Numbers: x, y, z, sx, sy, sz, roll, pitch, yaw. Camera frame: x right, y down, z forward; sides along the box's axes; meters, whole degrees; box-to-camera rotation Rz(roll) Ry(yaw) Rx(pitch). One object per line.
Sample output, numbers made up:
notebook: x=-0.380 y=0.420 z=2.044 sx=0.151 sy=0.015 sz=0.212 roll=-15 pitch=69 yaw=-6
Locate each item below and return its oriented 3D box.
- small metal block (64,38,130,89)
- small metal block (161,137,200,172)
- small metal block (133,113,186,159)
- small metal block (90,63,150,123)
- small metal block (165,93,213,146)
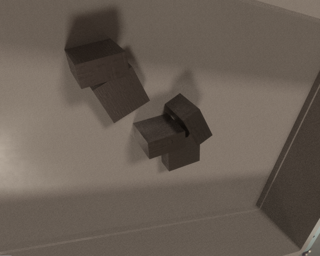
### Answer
small metal block: x=-0.065 y=-0.067 z=0.316 sx=0.050 sy=0.050 sz=0.025 roll=-20 pitch=126 yaw=-17
small metal block: x=0.029 y=0.028 z=0.444 sx=0.050 sy=0.025 sz=0.050 roll=-17 pitch=126 yaw=-19
small metal block: x=-0.001 y=0.009 z=0.399 sx=0.050 sy=0.050 sz=0.025 roll=-17 pitch=125 yaw=-19
small metal block: x=-0.047 y=-0.042 z=0.358 sx=0.050 sy=0.025 sz=0.050 roll=-33 pitch=129 yaw=-7
small metal block: x=0.038 y=-0.011 z=0.408 sx=0.025 sy=0.050 sz=0.050 roll=-37 pitch=130 yaw=-4
